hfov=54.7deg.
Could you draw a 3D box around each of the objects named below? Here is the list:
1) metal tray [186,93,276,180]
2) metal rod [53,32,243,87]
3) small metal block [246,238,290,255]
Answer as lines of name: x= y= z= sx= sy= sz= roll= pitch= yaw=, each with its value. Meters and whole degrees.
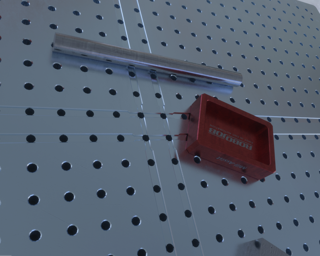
metal tray: x=0.107 y=0.013 z=0.456 sx=0.131 sy=0.030 sz=0.090 roll=22 pitch=53 yaw=-16
metal rod: x=-0.002 y=-0.097 z=0.467 sx=0.302 sy=0.025 sz=0.025 roll=6 pitch=59 yaw=-25
small metal block: x=0.132 y=0.171 z=0.377 sx=0.050 sy=0.025 sz=0.050 roll=34 pitch=51 yaw=-6
